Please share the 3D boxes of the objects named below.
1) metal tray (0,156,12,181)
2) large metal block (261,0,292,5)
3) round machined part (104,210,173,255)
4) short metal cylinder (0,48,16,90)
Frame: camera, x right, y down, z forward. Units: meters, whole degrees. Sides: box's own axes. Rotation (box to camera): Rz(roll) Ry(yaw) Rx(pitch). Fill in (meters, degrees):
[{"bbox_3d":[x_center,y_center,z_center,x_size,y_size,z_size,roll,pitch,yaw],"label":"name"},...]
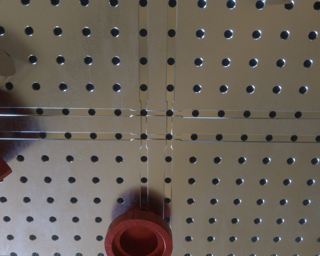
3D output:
[{"bbox_3d":[-0.247,0.013,0.384,0.090,0.030,0.130,-8,119,51],"label":"metal tray"},{"bbox_3d":[0.112,-0.187,0.332,0.080,0.050,0.079,17,109,-7],"label":"large metal block"},{"bbox_3d":[-0.031,0.164,0.464,0.099,0.042,0.097,0,110,0],"label":"round machined part"},{"bbox_3d":[-0.218,-0.071,0.356,0.050,0.080,0.080,-43,105,14],"label":"short metal cylinder"}]
